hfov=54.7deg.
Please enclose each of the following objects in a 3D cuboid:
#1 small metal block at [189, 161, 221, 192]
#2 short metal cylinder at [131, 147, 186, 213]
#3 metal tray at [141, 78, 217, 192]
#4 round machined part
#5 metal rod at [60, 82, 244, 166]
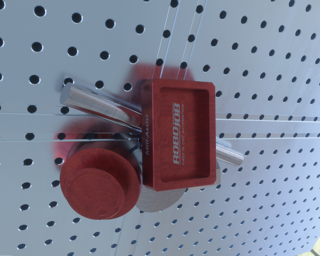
[{"bbox_3d":[0.064,0.069,0.470,0.050,0.025,0.050,-16,143,0],"label":"small metal block"},{"bbox_3d":[-0.008,0.069,0.429,0.081,0.050,0.079,-14,124,-21],"label":"short metal cylinder"},{"bbox_3d":[0.025,0.007,0.383,0.091,0.030,0.129,-1,90,-29],"label":"metal tray"},{"bbox_3d":[-0.072,0.069,0.368,0.099,0.042,0.097,2,110,6],"label":"round machined part"},{"bbox_3d":[0.013,0.007,0.418,0.302,0.025,0.025,21,107,-36],"label":"metal rod"}]
